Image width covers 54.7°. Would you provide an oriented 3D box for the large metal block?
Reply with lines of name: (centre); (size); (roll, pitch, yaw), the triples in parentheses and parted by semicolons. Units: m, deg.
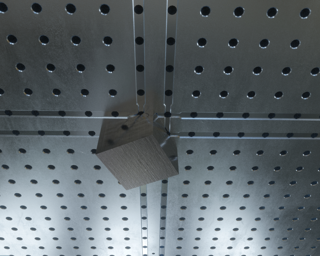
large metal block: (-0.028, 0.032, 0.422); (0.080, 0.050, 0.080); (-20, 128, 15)
